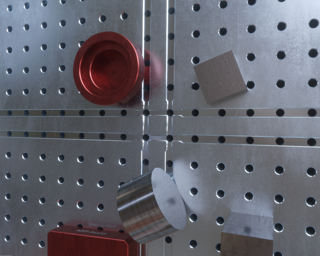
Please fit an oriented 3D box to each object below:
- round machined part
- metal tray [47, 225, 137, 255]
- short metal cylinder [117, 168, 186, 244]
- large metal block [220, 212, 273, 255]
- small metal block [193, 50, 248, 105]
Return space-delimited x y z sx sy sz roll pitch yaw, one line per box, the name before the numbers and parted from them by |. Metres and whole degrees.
round machined part | -0.066 -0.078 0.427 0.098 0.042 0.097 0 90 20
metal tray | -0.098 0.194 0.445 0.130 0.030 0.089 0 90 19
short metal cylinder | -0.009 0.096 0.387 0.050 0.080 0.080 -28 81 18
large metal block | 0.099 0.148 0.348 0.050 0.080 0.079 3 91 20
small metal block | 0.076 -0.061 0.386 0.050 0.025 0.050 -21 83 18
